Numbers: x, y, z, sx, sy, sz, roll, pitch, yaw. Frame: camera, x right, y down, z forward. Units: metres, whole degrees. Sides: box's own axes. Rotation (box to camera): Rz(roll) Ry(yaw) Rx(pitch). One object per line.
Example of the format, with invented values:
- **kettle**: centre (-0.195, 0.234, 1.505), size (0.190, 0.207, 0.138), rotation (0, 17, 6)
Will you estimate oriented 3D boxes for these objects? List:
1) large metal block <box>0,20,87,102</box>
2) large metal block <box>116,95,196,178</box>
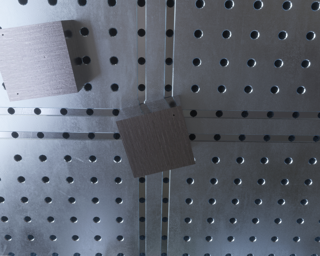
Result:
- **large metal block**: centre (-0.140, -0.081, 0.368), size (0.080, 0.050, 0.079), rotation (-7, 110, 2)
- **large metal block**: centre (-0.004, 0.010, 0.404), size (0.080, 0.050, 0.080), rotation (-14, 110, 4)
